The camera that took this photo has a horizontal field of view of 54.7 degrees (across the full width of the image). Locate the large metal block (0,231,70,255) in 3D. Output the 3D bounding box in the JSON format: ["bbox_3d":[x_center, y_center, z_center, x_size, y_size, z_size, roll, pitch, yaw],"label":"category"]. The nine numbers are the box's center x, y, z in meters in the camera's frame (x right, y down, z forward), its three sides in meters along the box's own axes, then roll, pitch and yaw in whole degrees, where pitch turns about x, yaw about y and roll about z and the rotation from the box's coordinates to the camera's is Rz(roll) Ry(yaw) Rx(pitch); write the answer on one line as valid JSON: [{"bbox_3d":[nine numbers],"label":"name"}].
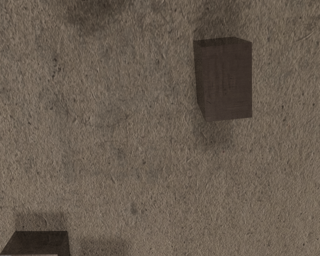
[{"bbox_3d":[-0.184,0.206,0.470,0.081,0.050,0.079,0,110,-1],"label":"large metal block"}]

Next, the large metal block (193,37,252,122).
[{"bbox_3d":[0.070,-0.060,0.359,0.050,0.080,0.079,-6,110,2],"label":"large metal block"}]
